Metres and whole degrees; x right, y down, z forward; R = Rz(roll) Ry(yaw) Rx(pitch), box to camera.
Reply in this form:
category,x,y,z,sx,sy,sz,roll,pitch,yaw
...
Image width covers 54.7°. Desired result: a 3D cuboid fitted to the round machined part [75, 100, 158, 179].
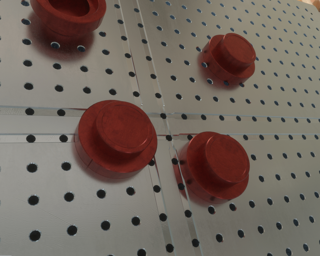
category,x,y,z,sx,sy,sz,roll,pitch,yaw
round machined part,-0.047,0.007,0.369,0.099,0.042,0.098,14,56,-21

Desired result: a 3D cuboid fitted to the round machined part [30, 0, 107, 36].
category,x,y,z,sx,sy,sz,roll,pitch,yaw
round machined part,-0.128,-0.168,0.431,0.099,0.042,0.098,14,56,-21

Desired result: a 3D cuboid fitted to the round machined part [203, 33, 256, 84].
category,x,y,z,sx,sy,sz,roll,pitch,yaw
round machined part,0.130,-0.129,0.548,0.099,0.042,0.098,14,56,-21

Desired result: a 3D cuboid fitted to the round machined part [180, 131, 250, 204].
category,x,y,z,sx,sy,sz,roll,pitch,yaw
round machined part,0.079,0.047,0.413,0.099,0.042,0.098,14,56,-21
